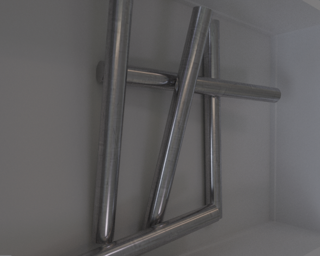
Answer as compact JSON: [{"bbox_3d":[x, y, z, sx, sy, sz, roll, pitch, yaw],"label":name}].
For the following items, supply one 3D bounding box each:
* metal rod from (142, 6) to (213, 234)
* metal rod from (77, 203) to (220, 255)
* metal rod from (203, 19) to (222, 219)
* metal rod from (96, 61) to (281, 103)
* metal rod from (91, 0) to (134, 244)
[{"bbox_3d":[0.019,0.002,0.386,0.025,0.025,0.298,10,95,-40],"label":"metal rod"},{"bbox_3d":[-0.055,0.138,0.335,0.303,0.025,0.025,-11,98,-32],"label":"metal rod"},{"bbox_3d":[0.080,-0.012,0.473,0.025,0.025,0.298,-2,91,-40],"label":"metal rod"},{"bbox_3d":[0.060,-0.059,0.430,0.302,0.025,0.025,2,89,-32],"label":"metal rod"},{"bbox_3d":[-0.051,-0.021,0.336,0.025,0.025,0.298,0,98,-40],"label":"metal rod"}]
